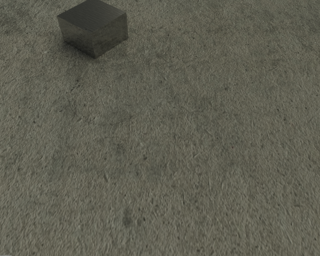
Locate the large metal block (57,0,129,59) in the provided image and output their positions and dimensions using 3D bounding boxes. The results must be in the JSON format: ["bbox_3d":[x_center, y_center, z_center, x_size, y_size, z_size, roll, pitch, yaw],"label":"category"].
[{"bbox_3d":[-0.113,-0.173,0.531,0.080,0.050,0.080,32,57,24],"label":"large metal block"}]
